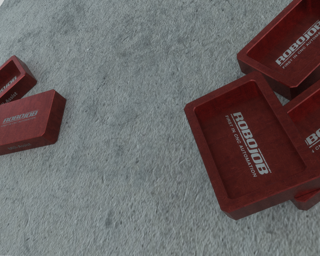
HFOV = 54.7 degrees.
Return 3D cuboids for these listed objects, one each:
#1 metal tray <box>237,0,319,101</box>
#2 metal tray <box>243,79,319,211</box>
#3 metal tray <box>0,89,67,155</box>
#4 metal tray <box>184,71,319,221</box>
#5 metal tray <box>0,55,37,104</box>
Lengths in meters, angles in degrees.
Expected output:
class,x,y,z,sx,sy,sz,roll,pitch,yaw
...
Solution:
class,x,y,z,sx,sy,sz,roll,pitch,yaw
metal tray,0.171,-0.103,0.374,0.130,0.030,0.090,-44,51,-3
metal tray,0.162,0.008,0.310,0.130,0.030,0.090,-37,51,3
metal tray,-0.227,-0.008,0.525,0.130,0.030,0.090,-12,57,21
metal tray,0.085,0.013,0.308,0.090,0.030,0.130,-26,53,12
metal tray,-0.313,-0.075,0.610,0.130,0.030,0.090,-43,51,-2
